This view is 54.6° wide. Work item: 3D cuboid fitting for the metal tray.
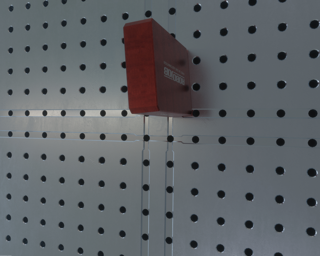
[{"bbox_3d":[0.003,-0.060,0.356,0.030,0.130,0.090,-5,89,20],"label":"metal tray"}]
